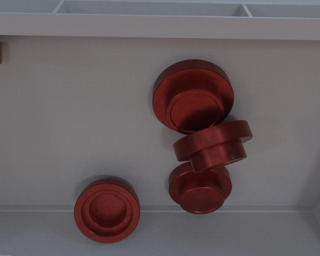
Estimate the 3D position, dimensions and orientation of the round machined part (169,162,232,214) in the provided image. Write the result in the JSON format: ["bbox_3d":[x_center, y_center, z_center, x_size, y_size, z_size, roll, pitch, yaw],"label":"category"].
[{"bbox_3d":[0.063,0.098,0.482,0.099,0.042,0.097,-1,130,0],"label":"round machined part"}]

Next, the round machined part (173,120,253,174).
[{"bbox_3d":[0.069,0.028,0.390,0.099,0.042,0.098,-16,167,-4],"label":"round machined part"}]

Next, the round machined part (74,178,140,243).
[{"bbox_3d":[-0.080,0.125,0.486,0.099,0.042,0.097,-1,100,-4],"label":"round machined part"}]

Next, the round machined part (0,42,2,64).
[{"bbox_3d":[-0.203,-0.087,0.290,0.099,0.098,0.042,7,106,-7],"label":"round machined part"}]

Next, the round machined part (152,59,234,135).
[{"bbox_3d":[0.040,-0.029,0.374,0.099,0.042,0.097,-1,130,0],"label":"round machined part"}]
